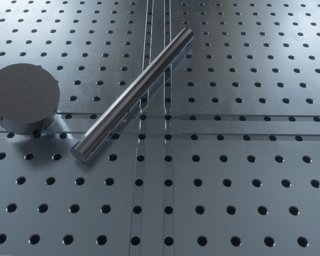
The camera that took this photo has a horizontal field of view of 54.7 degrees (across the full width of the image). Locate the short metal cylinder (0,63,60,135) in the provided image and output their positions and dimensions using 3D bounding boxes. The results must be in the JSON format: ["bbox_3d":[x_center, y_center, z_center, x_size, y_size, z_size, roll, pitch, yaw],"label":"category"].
[{"bbox_3d":[-0.173,-0.036,0.398,0.081,0.050,0.080,7,69,-20],"label":"short metal cylinder"}]

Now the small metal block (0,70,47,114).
[{"bbox_3d":[-0.205,-0.053,0.450,0.050,0.025,0.050,18,52,14],"label":"small metal block"}]

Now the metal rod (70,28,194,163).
[{"bbox_3d":[-0.025,-0.066,0.462,0.025,0.025,0.301,24,54,18],"label":"metal rod"}]
